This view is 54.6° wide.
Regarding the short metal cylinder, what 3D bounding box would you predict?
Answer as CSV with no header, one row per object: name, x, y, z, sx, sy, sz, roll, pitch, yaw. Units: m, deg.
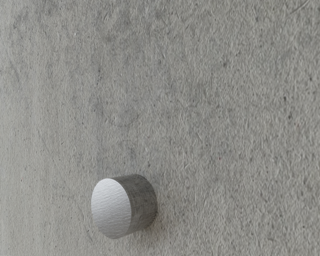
short metal cylinder,-0.050,0.107,0.432,0.080,0.050,0.080,0,90,40
